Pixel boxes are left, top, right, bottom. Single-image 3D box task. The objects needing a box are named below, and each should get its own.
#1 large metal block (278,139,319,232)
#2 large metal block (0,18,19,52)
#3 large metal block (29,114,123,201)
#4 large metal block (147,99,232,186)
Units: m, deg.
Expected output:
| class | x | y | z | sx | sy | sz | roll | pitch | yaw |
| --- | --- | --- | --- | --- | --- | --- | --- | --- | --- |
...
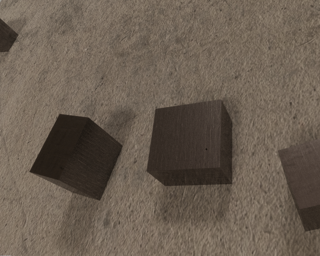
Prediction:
| class | x | y | z | sx | sy | sz | roll | pitch | yaw |
| --- | --- | --- | --- | --- | --- | --- | --- | --- | --- |
| large metal block | 0.153 | 0.045 | 0.261 | 0.080 | 0.080 | 0.050 | -19 | 55 | 17 |
| large metal block | -0.389 | -0.217 | 0.702 | 0.080 | 0.080 | 0.050 | 5 | 64 | 30 |
| large metal block | -0.103 | 0.038 | 0.397 | 0.050 | 0.080 | 0.080 | 7 | 65 | 31 |
| large metal block | 0.037 | 0.019 | 0.356 | 0.080 | 0.050 | 0.080 | -7 | 59 | 24 |
